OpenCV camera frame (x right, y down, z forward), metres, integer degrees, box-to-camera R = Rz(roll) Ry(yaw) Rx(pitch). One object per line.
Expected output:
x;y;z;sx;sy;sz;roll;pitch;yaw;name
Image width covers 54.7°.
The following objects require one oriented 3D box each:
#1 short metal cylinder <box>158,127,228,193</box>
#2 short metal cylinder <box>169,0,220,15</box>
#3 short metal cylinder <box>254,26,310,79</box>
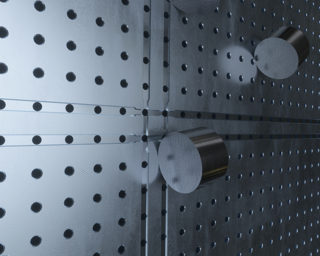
0.043;0.041;0.412;0.050;0.080;0.079;-10;97;-40;short metal cylinder
0.050;-0.201;0.417;0.080;0.080;0.050;37;68;-34;short metal cylinder
0.220;-0.136;0.561;0.050;0.080;0.080;-41;116;-32;short metal cylinder
